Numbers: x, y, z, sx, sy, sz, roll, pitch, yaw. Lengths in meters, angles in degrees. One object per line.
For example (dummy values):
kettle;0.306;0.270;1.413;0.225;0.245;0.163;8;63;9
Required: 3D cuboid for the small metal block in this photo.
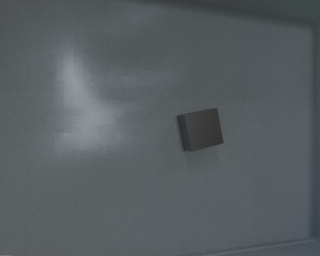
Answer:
small metal block;0.056;0.002;0.431;0.050;0.025;0.050;-13;94;-20
